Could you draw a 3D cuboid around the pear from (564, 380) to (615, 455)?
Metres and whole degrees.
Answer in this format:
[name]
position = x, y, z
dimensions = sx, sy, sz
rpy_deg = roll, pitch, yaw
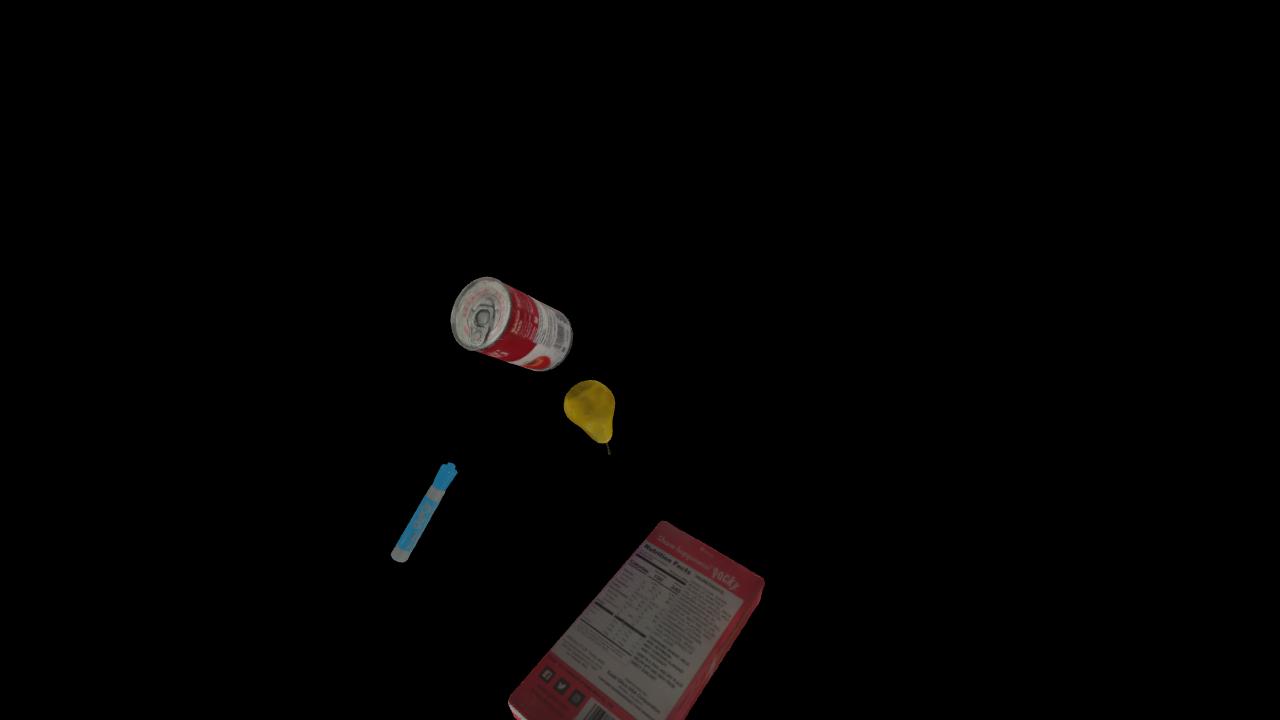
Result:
[pear]
position = -0.065, 0.086, 0.910
dimensions = 0.080, 0.111, 0.080
rpy_deg = -16, 26, 8

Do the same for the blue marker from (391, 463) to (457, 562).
[blue marker]
position = -0.232, 0.163, 0.663
dimensions = 0.020, 0.121, 0.020
rpy_deg = 30, 6, -4

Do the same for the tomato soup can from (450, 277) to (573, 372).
[tomato soup can]
position = -0.117, -0.031, 0.578
dimensions = 0.068, 0.068, 0.101
rpy_deg = 0, -12, 27

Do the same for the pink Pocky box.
[pink Pocky box]
position = 0.004, 0.176, 0.380
dimensions = 0.084, 0.029, 0.155
rpy_deg = 24, 45, 29
